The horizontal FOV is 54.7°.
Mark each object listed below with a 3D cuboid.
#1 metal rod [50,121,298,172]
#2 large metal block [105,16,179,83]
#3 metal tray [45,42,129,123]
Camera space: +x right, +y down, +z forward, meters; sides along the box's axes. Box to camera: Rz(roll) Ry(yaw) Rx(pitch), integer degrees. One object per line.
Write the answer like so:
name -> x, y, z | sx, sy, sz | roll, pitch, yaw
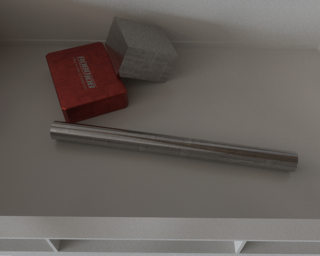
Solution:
metal rod -> 0.013, 0.022, 0.386 | 0.302, 0.025, 0.025 | 7, 50, 5
large metal block -> -0.030, -0.118, 0.469 | 0.081, 0.050, 0.080 | 3, 45, -30
metal tray -> -0.110, -0.072, 0.461 | 0.091, 0.030, 0.130 | -18, 52, -15
